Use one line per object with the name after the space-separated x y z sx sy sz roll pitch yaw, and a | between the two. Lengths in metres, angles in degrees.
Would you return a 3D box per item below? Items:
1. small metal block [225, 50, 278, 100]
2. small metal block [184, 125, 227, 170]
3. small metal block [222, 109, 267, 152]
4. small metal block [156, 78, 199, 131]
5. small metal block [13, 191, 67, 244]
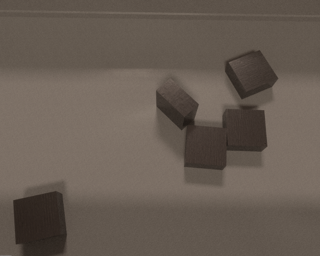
0.129 -0.075 0.439 0.050 0.025 0.050 -23 72 -9 | small metal block
0.059 0.025 0.401 0.050 0.025 0.050 5 70 1 | small metal block
0.111 0.003 0.410 0.050 0.025 0.050 2 70 0 | small metal block
0.021 -0.030 0.408 0.025 0.050 0.050 -42 76 -14 | small metal block
-0.142 0.107 0.369 0.050 0.025 0.050 -12 71 -5 | small metal block
